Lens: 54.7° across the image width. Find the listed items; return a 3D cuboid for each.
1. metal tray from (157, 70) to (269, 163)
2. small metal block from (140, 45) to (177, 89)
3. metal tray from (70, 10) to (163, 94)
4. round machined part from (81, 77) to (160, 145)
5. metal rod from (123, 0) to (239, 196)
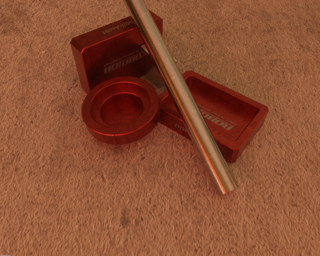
[{"bbox_3d":[0.066,-0.021,0.420,0.130,0.030,0.090,31,56,23],"label":"metal tray"},{"bbox_3d":[-0.005,-0.095,0.461,0.025,0.050,0.050,-37,74,-24],"label":"small metal block"},{"bbox_3d":[-0.056,-0.107,0.451,0.131,0.089,0.030,-30,57,-23],"label":"metal tray"},{"bbox_3d":[-0.048,-0.018,0.403,0.099,0.042,0.098,-3,53,5],"label":"round machined part"},{"bbox_3d":[0.017,-0.060,0.386,0.025,0.025,0.299,-21,75,-17],"label":"metal rod"}]
